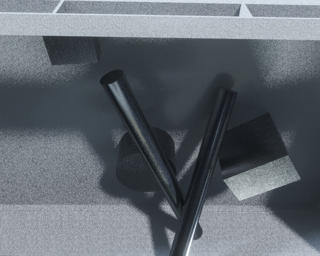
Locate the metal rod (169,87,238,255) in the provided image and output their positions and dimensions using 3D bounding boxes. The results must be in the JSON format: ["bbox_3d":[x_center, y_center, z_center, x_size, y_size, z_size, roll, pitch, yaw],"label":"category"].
[{"bbox_3d":[0.047,0.094,0.409,0.025,0.025,0.298,12,104,-10],"label":"metal rod"}]

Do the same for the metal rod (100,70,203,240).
[{"bbox_3d":[0.004,0.057,0.392,0.025,0.025,0.299,-16,129,12],"label":"metal rod"}]

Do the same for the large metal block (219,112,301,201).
[{"bbox_3d":[0.124,0.037,0.407,0.080,0.080,0.050,-26,126,20],"label":"large metal block"}]

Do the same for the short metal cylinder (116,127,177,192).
[{"bbox_3d":[-0.018,0.044,0.430,0.081,0.050,0.079,-1,130,0],"label":"short metal cylinder"}]

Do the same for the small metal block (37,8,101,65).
[{"bbox_3d":[-0.093,-0.096,0.326,0.050,0.025,0.050,-3,130,2],"label":"small metal block"}]
